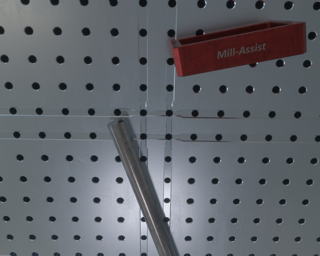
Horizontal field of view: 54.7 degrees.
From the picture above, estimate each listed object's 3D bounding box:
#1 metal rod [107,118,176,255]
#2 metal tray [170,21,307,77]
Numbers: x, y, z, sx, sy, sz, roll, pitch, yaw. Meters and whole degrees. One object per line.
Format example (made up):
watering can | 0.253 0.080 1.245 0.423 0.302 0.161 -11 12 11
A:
metal rod | -0.013 0.125 0.459 0.025 0.025 0.298 -17 110 6
metal tray | 0.080 -0.091 0.345 0.131 0.090 0.030 -10 110 3
